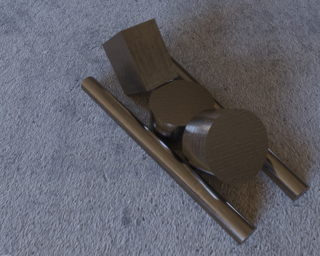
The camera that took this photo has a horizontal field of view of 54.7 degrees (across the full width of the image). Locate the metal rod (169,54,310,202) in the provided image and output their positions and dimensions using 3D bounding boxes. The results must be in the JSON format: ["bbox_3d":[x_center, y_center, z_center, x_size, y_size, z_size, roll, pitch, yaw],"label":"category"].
[{"bbox_3d":[0.077,-0.024,0.425,0.025,0.025,0.300,-26,55,-20],"label":"metal rod"}]

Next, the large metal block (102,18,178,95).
[{"bbox_3d":[-0.029,-0.094,0.428,0.050,0.080,0.080,-29,14,-23],"label":"large metal block"}]

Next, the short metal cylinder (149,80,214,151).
[{"bbox_3d":[0.027,-0.017,0.403,0.081,0.050,0.080,0,50,0],"label":"short metal cylinder"}]

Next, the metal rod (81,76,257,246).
[{"bbox_3d":[-0.008,0.022,0.385,0.025,0.025,0.300,-33,58,-25],"label":"metal rod"}]

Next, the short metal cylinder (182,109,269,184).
[{"bbox_3d":[0.072,0.018,0.346,0.081,0.080,0.050,-25,12,-20],"label":"short metal cylinder"}]
